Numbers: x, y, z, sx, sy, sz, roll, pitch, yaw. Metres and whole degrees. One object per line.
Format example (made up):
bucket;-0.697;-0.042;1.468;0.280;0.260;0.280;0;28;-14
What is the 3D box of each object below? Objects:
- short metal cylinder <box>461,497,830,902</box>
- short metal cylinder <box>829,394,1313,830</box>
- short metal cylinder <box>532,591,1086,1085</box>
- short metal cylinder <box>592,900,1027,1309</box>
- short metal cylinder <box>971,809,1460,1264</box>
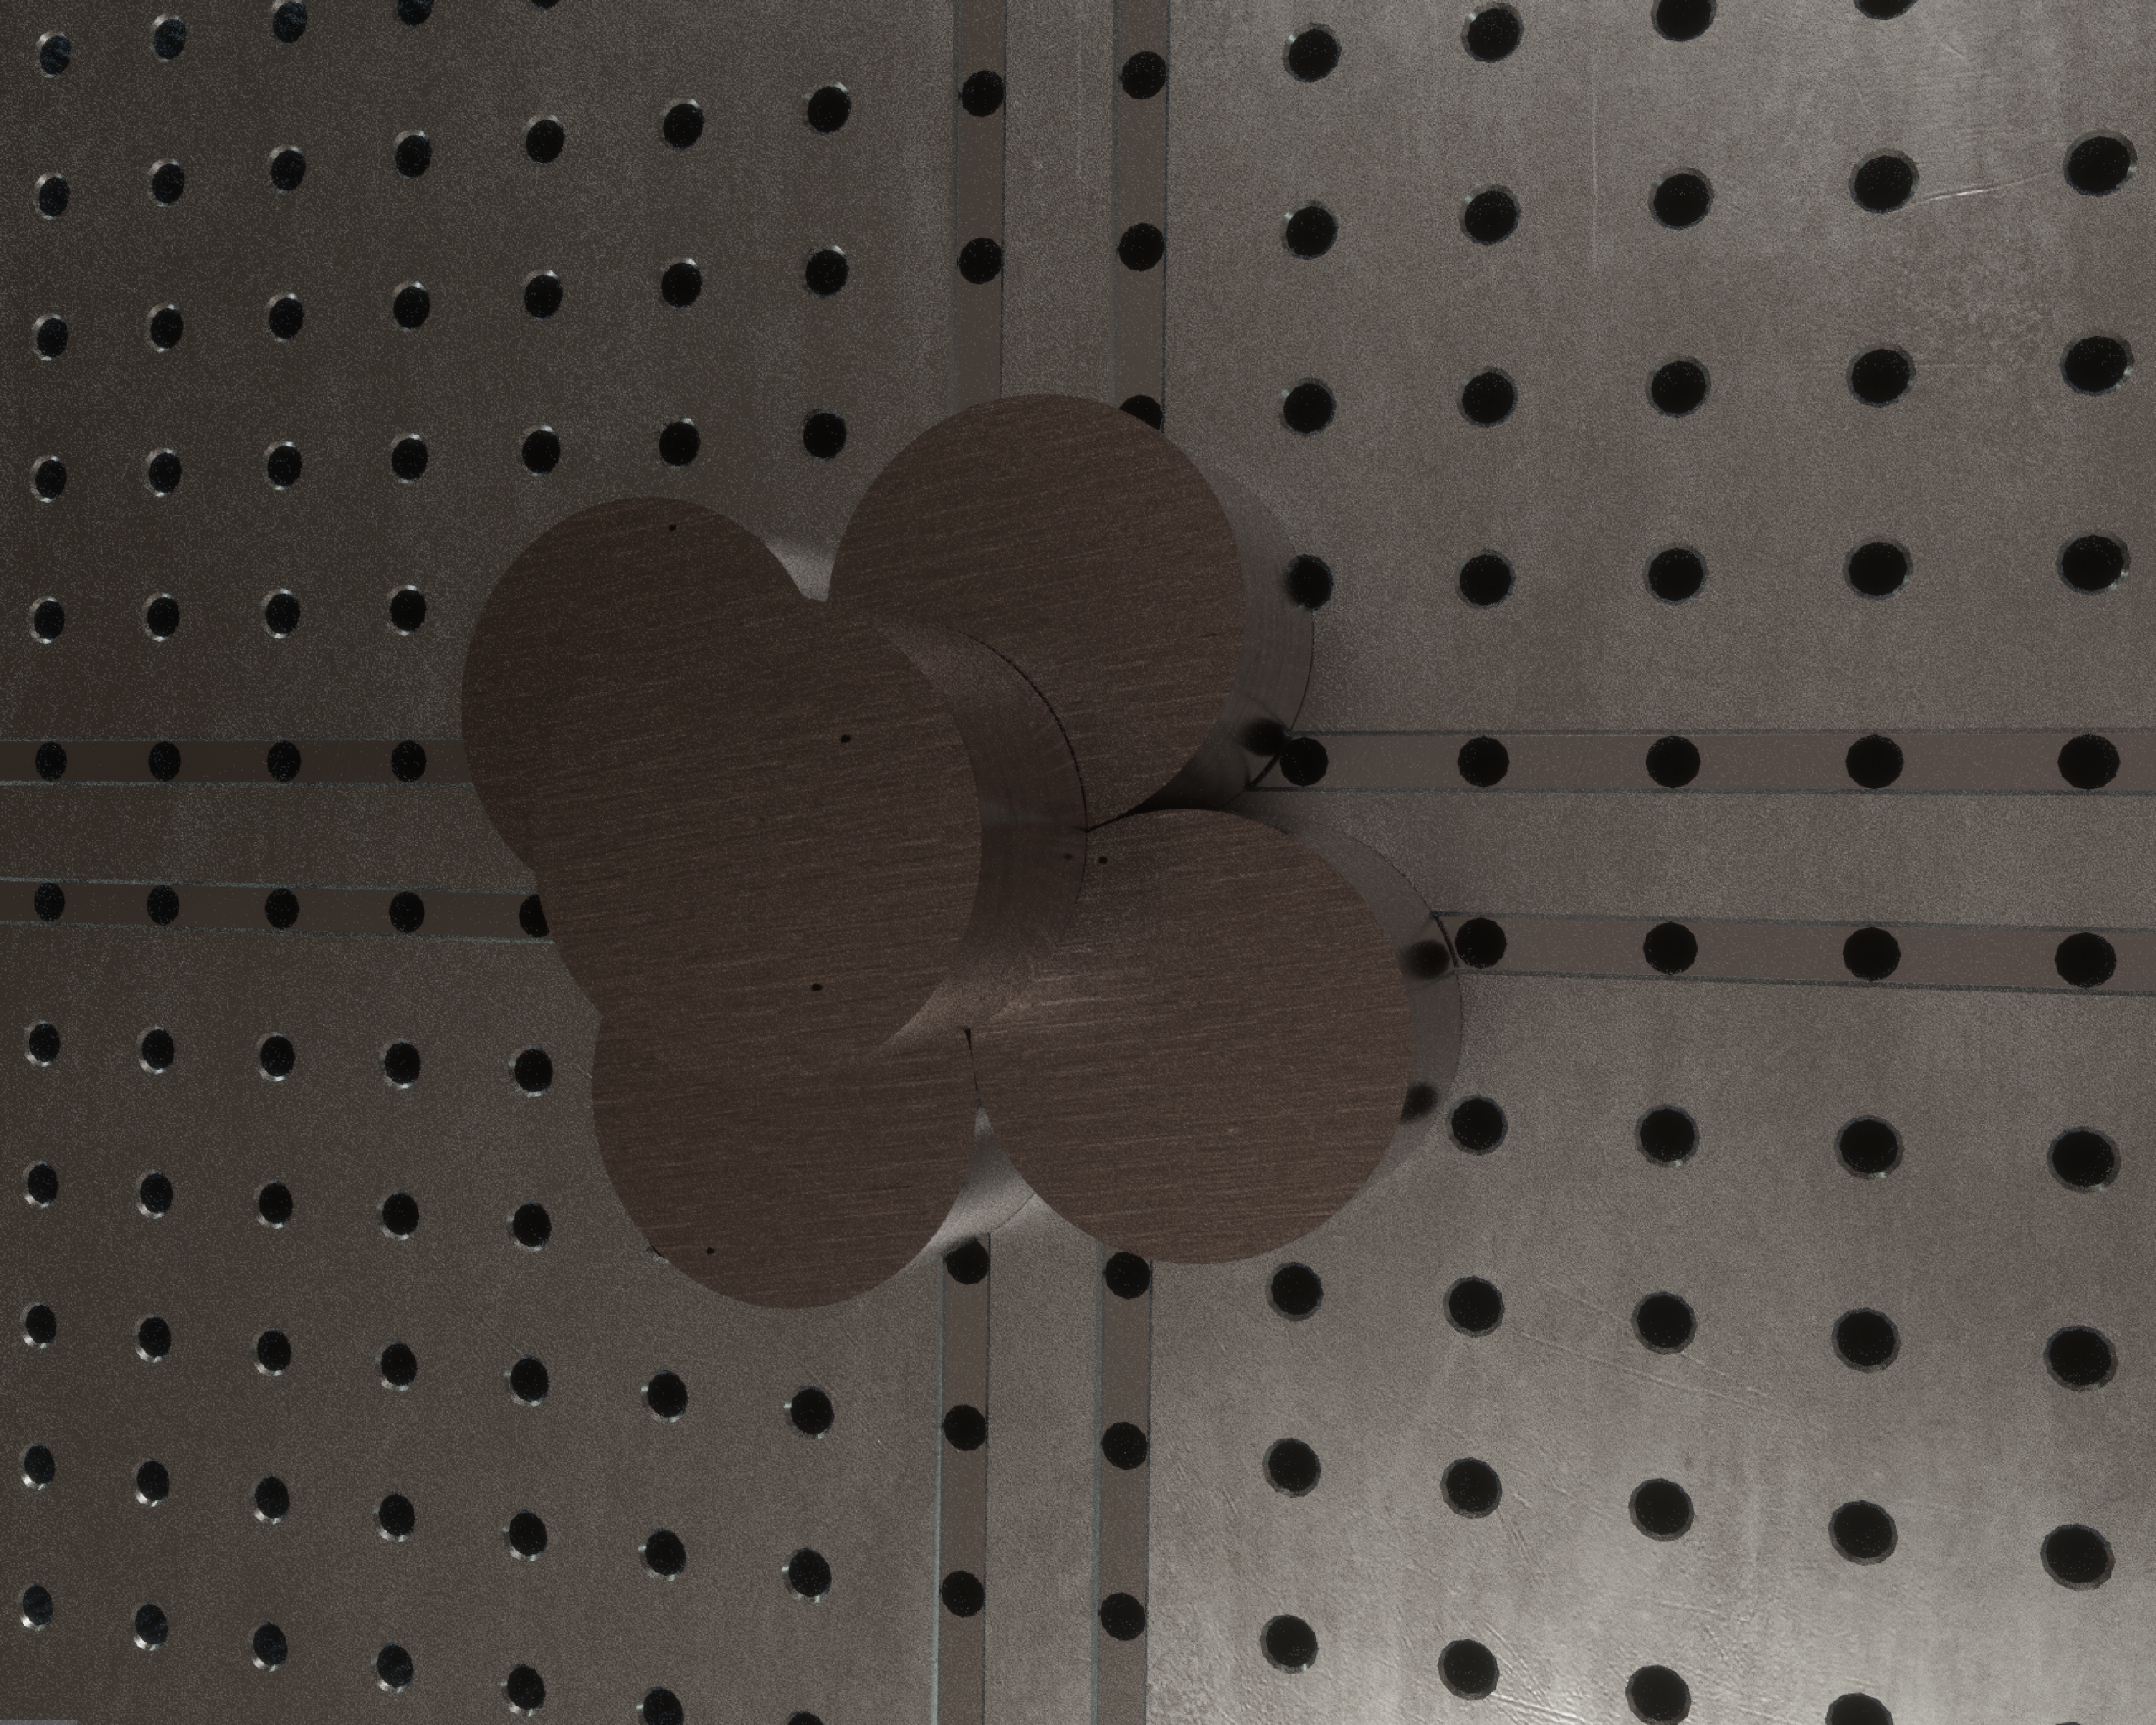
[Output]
short metal cylinder;-0.076;-0.031;0.424;0.080;0.050;0.079;0;90;19
short metal cylinder;0.000;-0.044;0.398;0.080;0.050;0.079;0;90;19
short metal cylinder;-0.045;-0.005;0.359;0.080;0.050;0.079;1;92;19
short metal cylinder;-0.048;0.044;0.414;0.080;0.050;0.079;0;90;19
short metal cylinder;0.027;0.030;0.388;0.080;0.050;0.079;0;90;19
